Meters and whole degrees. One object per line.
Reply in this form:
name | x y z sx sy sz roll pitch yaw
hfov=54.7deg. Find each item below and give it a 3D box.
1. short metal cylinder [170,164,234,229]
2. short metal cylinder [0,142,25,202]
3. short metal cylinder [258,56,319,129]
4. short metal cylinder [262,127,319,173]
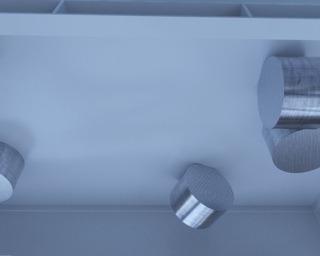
short metal cylinder | 0.062 0.101 0.460 0.081 0.080 0.050 19 127 -16
short metal cylinder | -0.244 0.062 0.442 0.081 0.050 0.079 0 130 0
short metal cylinder | 0.146 -0.038 0.343 0.050 0.080 0.079 0 130 -1
short metal cylinder | 0.182 0.014 0.408 0.081 0.050 0.079 0 130 0
